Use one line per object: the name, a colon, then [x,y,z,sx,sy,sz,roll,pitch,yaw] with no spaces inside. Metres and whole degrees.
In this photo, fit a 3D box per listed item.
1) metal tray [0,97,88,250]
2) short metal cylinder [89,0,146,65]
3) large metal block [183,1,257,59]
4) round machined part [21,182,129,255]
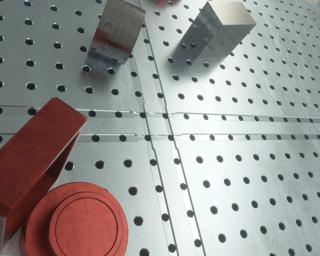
metal tray: [-0.110,0.043,0.255,0.030,0.129,0.090,35,51,-5]
short metal cylinder: [-0.059,-0.132,0.422,0.050,0.080,0.080,20,54,-17]
large metal block: [0.101,-0.167,0.528,0.081,0.080,0.050,-14,69,-34]
round machined part: [-0.074,0.098,0.291,0.099,0.042,0.098,15,58,-26]
